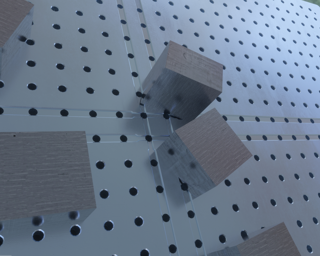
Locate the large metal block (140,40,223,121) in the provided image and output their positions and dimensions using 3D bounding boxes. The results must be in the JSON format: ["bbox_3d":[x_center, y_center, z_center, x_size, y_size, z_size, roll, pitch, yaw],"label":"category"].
[{"bbox_3d":[0.029,-0.060,0.425,0.080,0.080,0.050,21,54,-16],"label":"large metal block"}]

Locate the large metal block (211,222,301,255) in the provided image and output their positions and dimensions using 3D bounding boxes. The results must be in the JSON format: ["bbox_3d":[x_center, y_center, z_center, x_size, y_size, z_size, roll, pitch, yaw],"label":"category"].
[{"bbox_3d":[0.119,0.164,0.355,0.081,0.050,0.080,-10,67,-32],"label":"large metal block"}]

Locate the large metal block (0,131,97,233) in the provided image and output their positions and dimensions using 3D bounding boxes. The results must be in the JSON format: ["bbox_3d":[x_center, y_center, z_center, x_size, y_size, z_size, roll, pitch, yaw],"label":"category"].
[{"bbox_3d":[-0.113,0.050,0.300,0.081,0.050,0.080,-1,62,-28],"label":"large metal block"}]

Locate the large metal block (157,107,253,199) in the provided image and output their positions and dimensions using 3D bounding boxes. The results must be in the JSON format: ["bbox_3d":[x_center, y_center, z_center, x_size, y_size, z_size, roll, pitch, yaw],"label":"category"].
[{"bbox_3d":[0.059,0.031,0.404,0.081,0.050,0.080,-29,78,-37],"label":"large metal block"}]

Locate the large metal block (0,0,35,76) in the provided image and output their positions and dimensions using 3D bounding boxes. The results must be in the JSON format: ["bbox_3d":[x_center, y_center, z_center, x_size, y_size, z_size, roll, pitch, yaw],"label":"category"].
[{"bbox_3d":[-0.203,-0.119,0.355,0.080,0.050,0.080,23,53,-14],"label":"large metal block"}]
